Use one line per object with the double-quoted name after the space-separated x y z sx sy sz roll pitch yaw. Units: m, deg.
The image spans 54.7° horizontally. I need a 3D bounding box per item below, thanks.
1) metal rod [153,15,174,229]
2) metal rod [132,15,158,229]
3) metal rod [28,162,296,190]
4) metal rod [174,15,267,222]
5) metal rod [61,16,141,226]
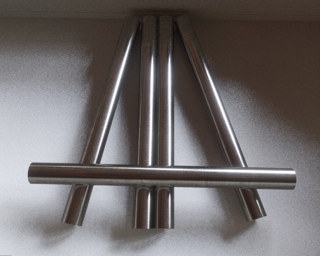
0.007 -0.022 0.416 0.025 0.025 0.299 1 70 0 "metal rod"
-0.018 -0.022 0.416 0.025 0.025 0.299 1 70 0 "metal rod"
0.002 0.056 0.360 0.302 0.025 0.025 1 70 0 "metal rod"
0.074 -0.027 0.419 0.025 0.025 0.299 -15 71 -5 "metal rod"
-0.073 -0.024 0.416 0.025 0.025 0.299 12 70 4 "metal rod"
